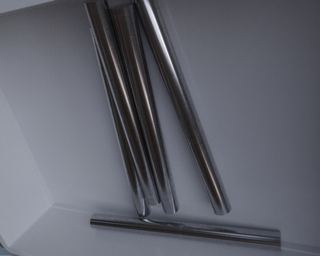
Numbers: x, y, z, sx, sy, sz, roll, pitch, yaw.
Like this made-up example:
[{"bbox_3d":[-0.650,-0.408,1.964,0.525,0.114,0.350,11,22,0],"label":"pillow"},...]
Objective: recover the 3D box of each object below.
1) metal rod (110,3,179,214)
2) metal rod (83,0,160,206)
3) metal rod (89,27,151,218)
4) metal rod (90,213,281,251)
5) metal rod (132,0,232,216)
[{"bbox_3d":[-0.011,-0.003,0.400,0.025,0.025,0.298,4,124,26],"label":"metal rod"},{"bbox_3d":[-0.038,-0.011,0.403,0.025,0.025,0.298,4,126,26],"label":"metal rod"},{"bbox_3d":[-0.050,0.008,0.439,0.025,0.025,0.298,5,121,26],"label":"metal rod"},{"bbox_3d":[0.025,0.157,0.476,0.301,0.025,0.025,-2,118,23],"label":"metal rod"},{"bbox_3d":[0.034,-0.016,0.381,0.025,0.025,0.299,-9,114,32],"label":"metal rod"}]
